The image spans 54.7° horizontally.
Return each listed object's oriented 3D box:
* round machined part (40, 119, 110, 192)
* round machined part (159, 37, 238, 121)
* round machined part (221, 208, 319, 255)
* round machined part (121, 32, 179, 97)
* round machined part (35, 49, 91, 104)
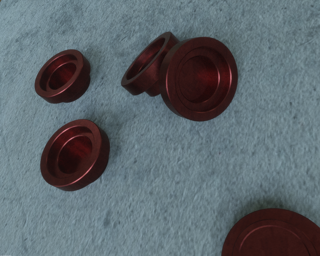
[{"bbox_3d":[-0.110,0.040,0.424,0.098,0.042,0.098,-13,56,20],"label":"round machined part"},{"bbox_3d":[0.042,-0.059,0.377,0.098,0.098,0.042,-51,27,-8],"label":"round machined part"},{"bbox_3d":[0.101,0.118,0.268,0.098,0.042,0.098,-13,56,20],"label":"round machined part"},{"bbox_3d":[-0.005,-0.082,0.427,0.098,0.042,0.098,-39,25,23],"label":"round machined part"},{"bbox_3d":[-0.158,-0.082,0.524,0.098,0.042,0.098,-13,56,20],"label":"round machined part"}]
